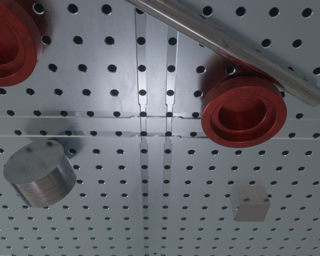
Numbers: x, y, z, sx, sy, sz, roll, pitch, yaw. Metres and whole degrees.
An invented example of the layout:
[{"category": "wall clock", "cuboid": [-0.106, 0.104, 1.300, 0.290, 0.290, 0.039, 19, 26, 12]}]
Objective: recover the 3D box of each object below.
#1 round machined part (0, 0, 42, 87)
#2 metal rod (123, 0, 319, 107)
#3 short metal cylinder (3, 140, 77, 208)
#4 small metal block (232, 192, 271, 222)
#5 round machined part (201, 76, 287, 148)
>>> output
[{"category": "round machined part", "cuboid": [-0.172, -0.094, 0.318, 0.099, 0.042, 0.097, 0, 130, 0]}, {"category": "metal rod", "cuboid": [0.062, -0.094, 0.332, 0.302, 0.025, 0.025, 24, 126, -19]}, {"category": "short metal cylinder", "cuboid": [-0.163, 0.062, 0.426, 0.080, 0.080, 0.050, -8, 130, 6]}, {"category": "small metal block", "cuboid": [0.154, 0.135, 0.528, 0.050, 0.025, 0.050, 1, 130, -1]}, {"category": "round machined part", "cuboid": [0.099, -0.023, 0.379, 0.099, 0.042, 0.097, 1, 134, 2]}]
